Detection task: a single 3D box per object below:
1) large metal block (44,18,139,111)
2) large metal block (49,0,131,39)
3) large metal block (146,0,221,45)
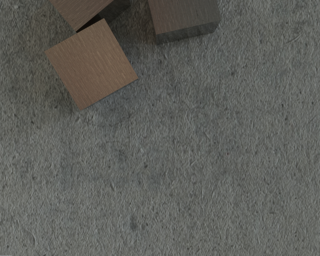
[{"bbox_3d":[-0.082,-0.078,0.392,0.080,0.050,0.080,-30,98,0],"label":"large metal block"},{"bbox_3d":[-0.096,-0.172,0.396,0.080,0.050,0.080,-40,90,0],"label":"large metal block"},{"bbox_3d":[0.026,-0.160,0.397,0.080,0.050,0.080,-13,90,0],"label":"large metal block"}]
